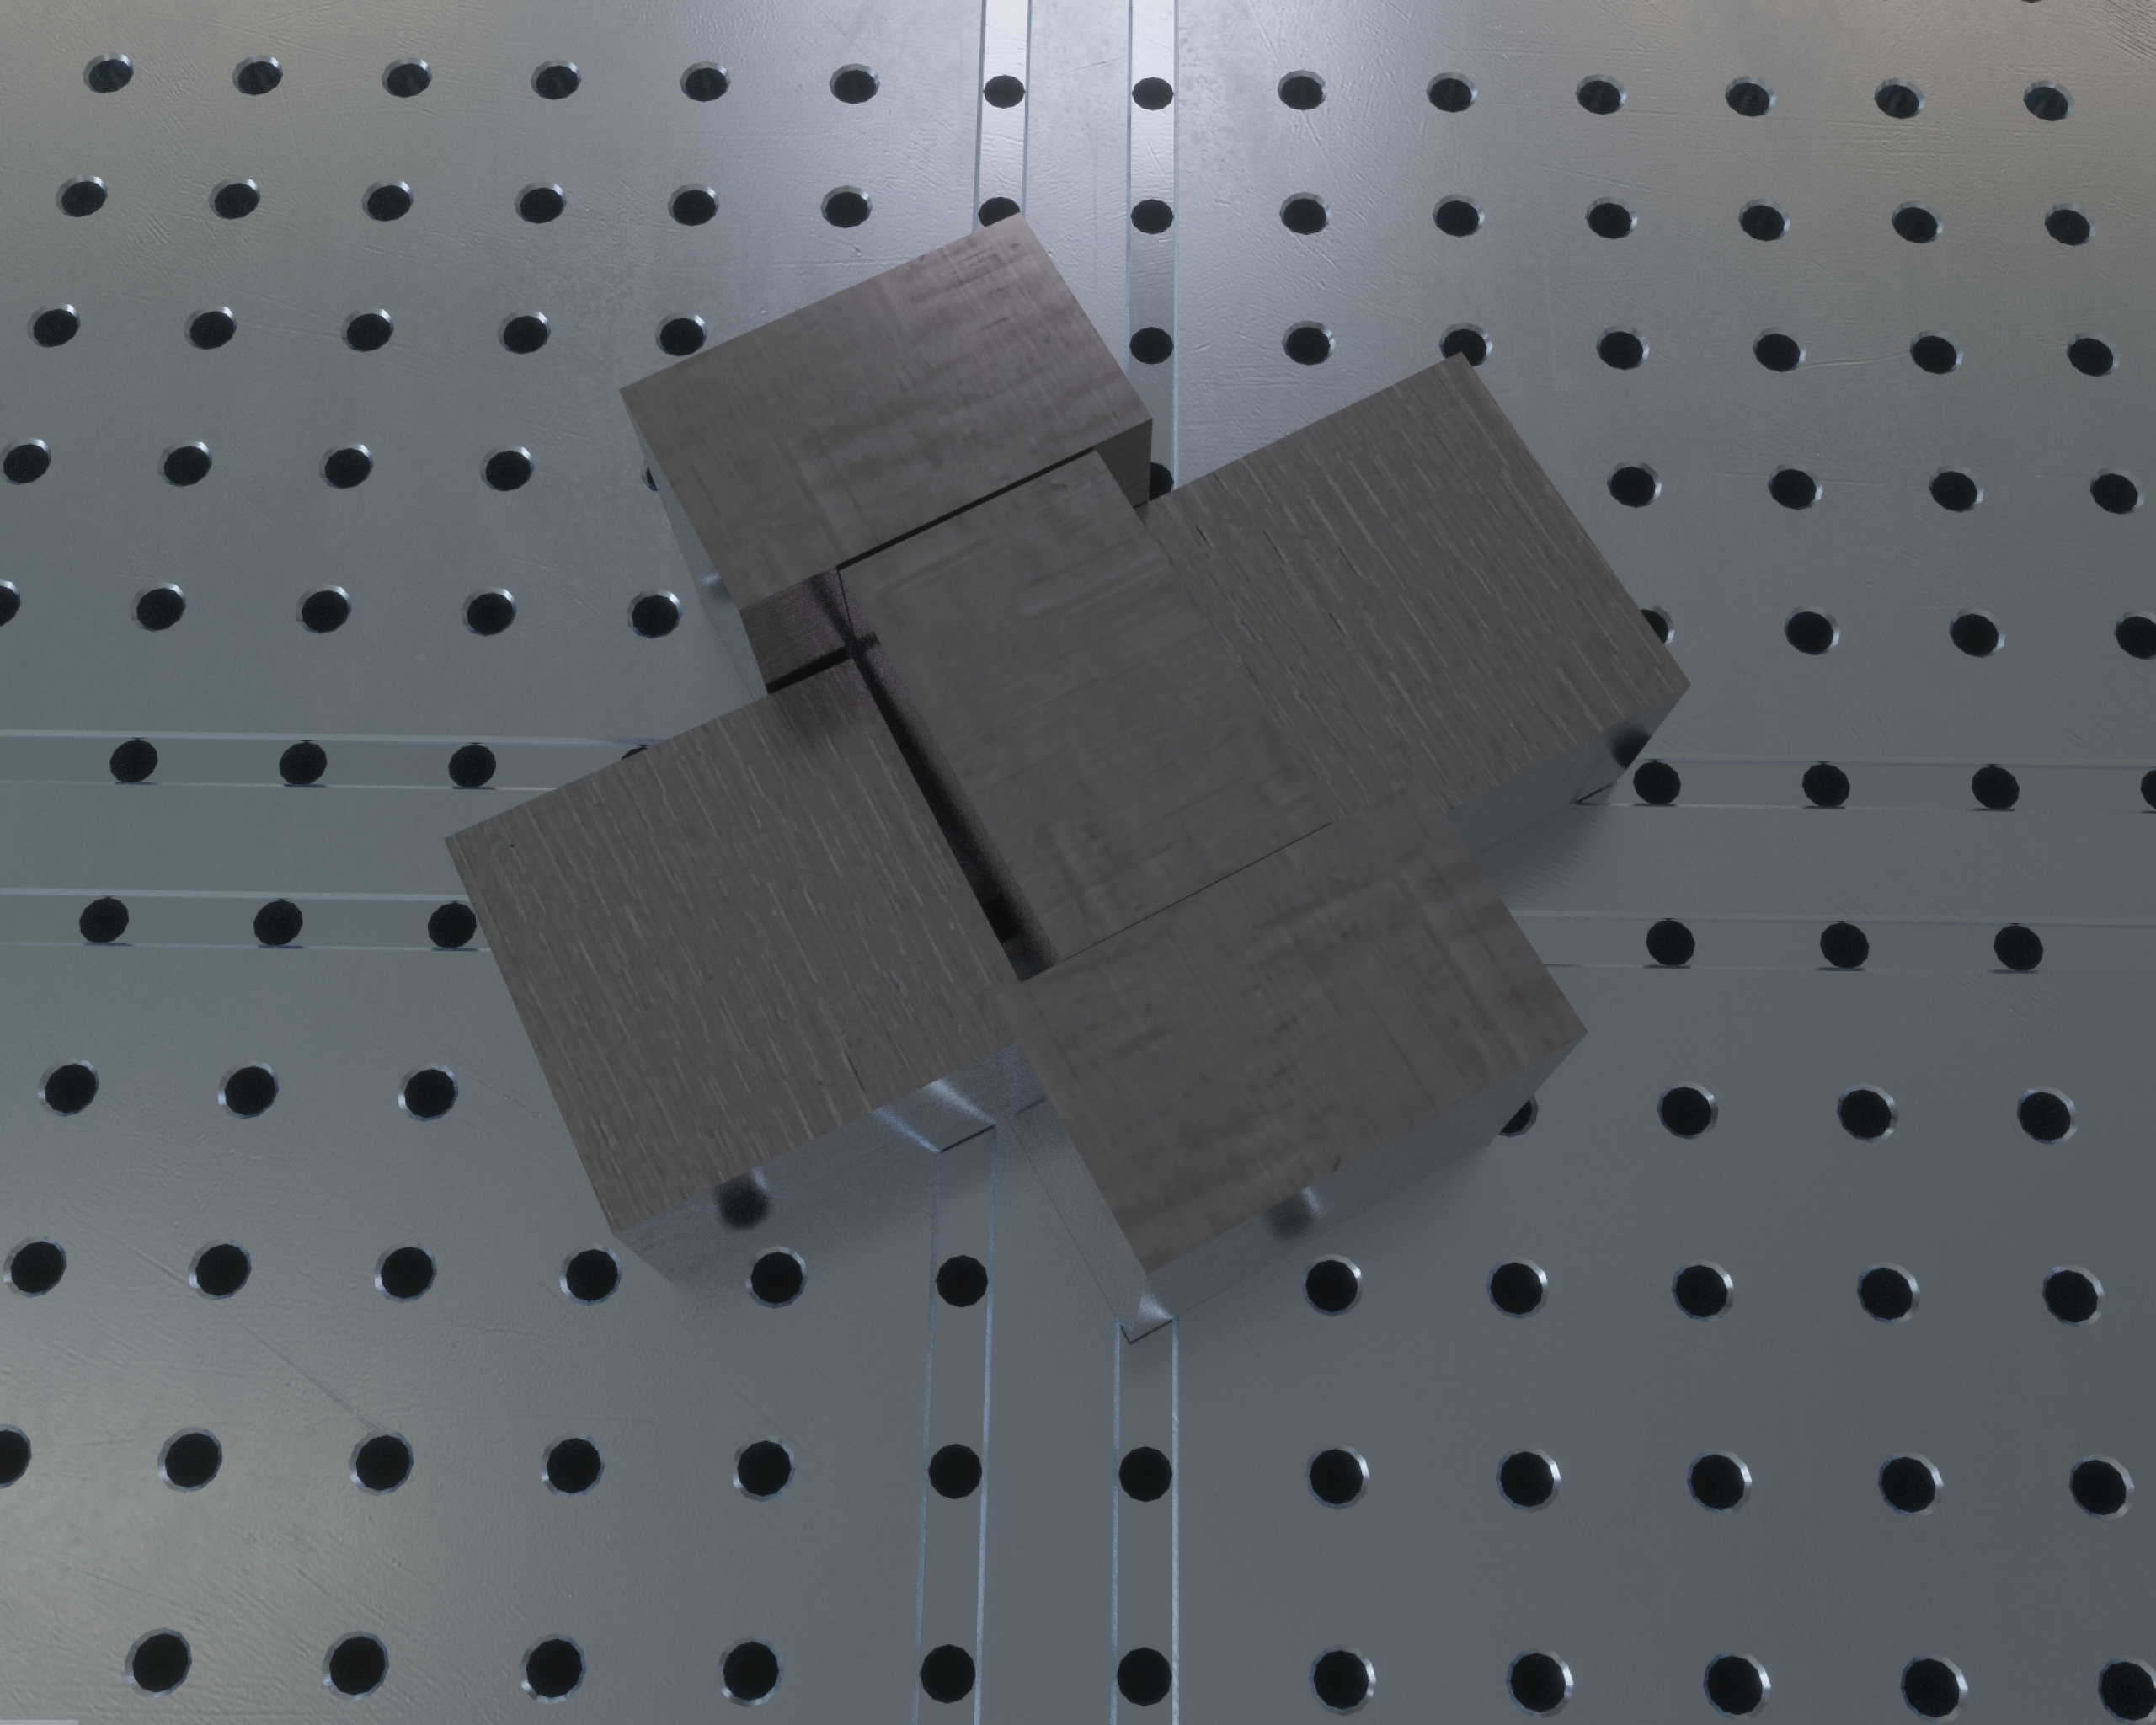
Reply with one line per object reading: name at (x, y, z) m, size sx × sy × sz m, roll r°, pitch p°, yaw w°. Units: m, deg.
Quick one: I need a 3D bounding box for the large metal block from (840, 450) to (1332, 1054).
large metal block at (0.001, -0.015, 0.388) m, size 0.050 × 0.080 × 0.080 m, roll -27°, pitch 72°, yaw -9°

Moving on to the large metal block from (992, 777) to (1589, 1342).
large metal block at (0.033, 0.038, 0.369) m, size 0.080 × 0.080 × 0.050 m, roll -27°, pitch 72°, yaw -10°

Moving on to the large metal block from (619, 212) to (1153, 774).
large metal block at (-0.034, -0.067, 0.406) m, size 0.080 × 0.080 × 0.050 m, roll -27°, pitch 72°, yaw -9°

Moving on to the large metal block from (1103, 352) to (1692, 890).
large metal block at (0.058, -0.041, 0.413) m, size 0.080 × 0.050 × 0.080 m, roll -27°, pitch 74°, yaw -9°

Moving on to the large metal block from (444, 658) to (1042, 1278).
large metal block at (-0.060, 0.021, 0.392) m, size 0.080 × 0.050 × 0.080 m, roll -25°, pitch 72°, yaw -9°
